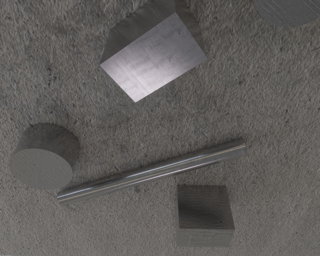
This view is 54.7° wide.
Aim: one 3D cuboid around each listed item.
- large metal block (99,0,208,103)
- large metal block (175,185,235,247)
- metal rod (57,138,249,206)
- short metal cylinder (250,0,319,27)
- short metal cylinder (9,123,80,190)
[{"bbox_3d":[-0.006,-0.083,0.300,0.080,0.080,0.050,-29,125,22],"label":"large metal block"},{"bbox_3d":[0.067,0.138,0.489,0.081,0.080,0.050,2,130,-2],"label":"large metal block"},{"bbox_3d":[-0.020,0.070,0.466,0.301,0.025,0.025,-18,128,14],"label":"metal rod"},{"bbox_3d":[0.117,-0.138,0.275,0.081,0.050,0.079,0,130,0],"label":"short metal cylinder"},{"bbox_3d":[-0.155,0.039,0.423,0.081,0.050,0.079,0,130,0],"label":"short metal cylinder"}]
